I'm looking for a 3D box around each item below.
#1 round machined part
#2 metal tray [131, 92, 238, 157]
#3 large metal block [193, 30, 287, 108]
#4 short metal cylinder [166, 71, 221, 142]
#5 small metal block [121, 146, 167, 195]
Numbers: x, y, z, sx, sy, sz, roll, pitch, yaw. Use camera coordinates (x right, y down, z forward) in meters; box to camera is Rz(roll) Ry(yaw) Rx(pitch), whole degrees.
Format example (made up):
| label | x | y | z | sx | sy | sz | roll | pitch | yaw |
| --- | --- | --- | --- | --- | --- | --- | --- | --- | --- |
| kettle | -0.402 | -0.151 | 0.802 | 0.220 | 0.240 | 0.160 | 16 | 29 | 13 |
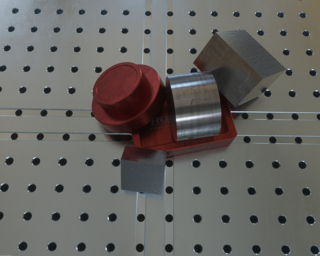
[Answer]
| label | x | y | z | sx | sy | sz | roll | pitch | yaw |
| --- | --- | --- | --- | --- | --- | --- | --- | --- | --- |
| round machined part | -0.046 | -0.045 | 0.395 | 0.098 | 0.042 | 0.098 | -13 | 53 | 19 |
| metal tray | 0.026 | -0.013 | 0.411 | 0.131 | 0.030 | 0.090 | -10 | 70 | -4 |
| large metal block | 0.105 | -0.081 | 0.404 | 0.081 | 0.050 | 0.080 | -23 | 68 | -47 |
| short metal cylinder | 0.038 | -0.026 | 0.375 | 0.050 | 0.080 | 0.080 | -8 | 70 | -4 |
| small metal block | -0.020 | 0.051 | 0.373 | 0.050 | 0.050 | 0.025 | 7 | 36 | 3 |
